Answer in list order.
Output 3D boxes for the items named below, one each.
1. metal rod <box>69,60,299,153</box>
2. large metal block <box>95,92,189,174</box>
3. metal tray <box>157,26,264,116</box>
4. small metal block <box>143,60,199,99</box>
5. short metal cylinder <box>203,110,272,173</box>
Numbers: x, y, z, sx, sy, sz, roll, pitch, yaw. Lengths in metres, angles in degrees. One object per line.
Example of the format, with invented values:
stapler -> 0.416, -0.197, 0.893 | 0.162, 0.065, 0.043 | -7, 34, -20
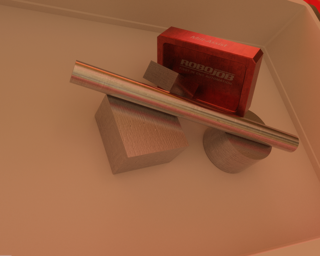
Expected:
metal rod -> 0.045, -0.019, 0.376 | 0.302, 0.025, 0.025 | 17, 55, -19
large metal block -> -0.024, 0.003, 0.375 | 0.081, 0.050, 0.080 | -8, 66, -32
metal tray -> 0.059, -0.073, 0.409 | 0.130, 0.089, 0.030 | 22, 46, 22
small metal block -> 0.015, -0.062, 0.408 | 0.050, 0.025, 0.050 | 34, 11, 36
short metal cylinder -> 0.109, 0.018, 0.438 | 0.081, 0.050, 0.080 | 14, 56, -21
